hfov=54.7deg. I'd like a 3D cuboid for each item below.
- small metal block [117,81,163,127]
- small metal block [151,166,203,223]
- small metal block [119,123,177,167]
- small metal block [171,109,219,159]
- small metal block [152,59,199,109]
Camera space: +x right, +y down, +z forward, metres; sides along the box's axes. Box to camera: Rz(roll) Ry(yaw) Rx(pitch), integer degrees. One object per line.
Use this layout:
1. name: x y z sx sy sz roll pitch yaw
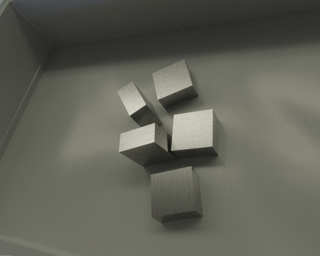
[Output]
1. small metal block: -0.027 -0.027 0.419 0.025 0.050 0.050 -35 52 5
2. small metal block: 0.018 0.075 0.349 0.050 0.025 0.050 -15 56 19
3. small metal block: -0.014 0.022 0.378 0.050 0.050 0.025 -17 55 28
4. small metal block: 0.043 0.008 0.377 0.050 0.025 0.050 -8 58 23
5. small metal block: 0.021 -0.061 0.431 0.050 0.025 0.050 -22 54 14
